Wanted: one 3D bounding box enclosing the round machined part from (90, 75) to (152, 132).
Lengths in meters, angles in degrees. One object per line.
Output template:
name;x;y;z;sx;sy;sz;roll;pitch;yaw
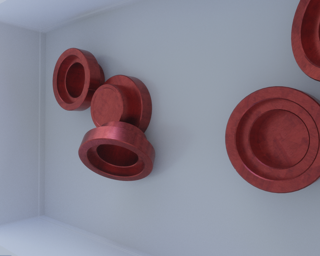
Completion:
round machined part;-0.062;-0.028;0.445;0.098;0.042;0.097;0;90;39

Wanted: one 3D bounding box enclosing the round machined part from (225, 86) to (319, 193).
round machined part;0.117;0.011;0.299;0.098;0.042;0.097;0;90;39

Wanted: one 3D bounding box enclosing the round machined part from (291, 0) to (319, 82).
round machined part;0.157;-0.084;0.248;0.098;0.042;0.097;-178;90;-70

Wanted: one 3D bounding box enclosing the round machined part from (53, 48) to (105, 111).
round machined part;-0.127;-0.076;0.497;0.098;0.042;0.097;0;90;39

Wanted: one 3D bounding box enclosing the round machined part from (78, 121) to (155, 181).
round machined part;-0.055;0.028;0.415;0.098;0.098;0.042;-26;39;37
